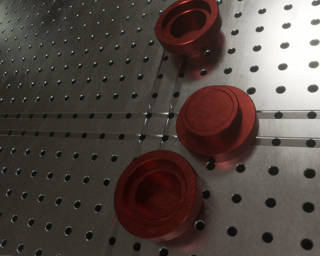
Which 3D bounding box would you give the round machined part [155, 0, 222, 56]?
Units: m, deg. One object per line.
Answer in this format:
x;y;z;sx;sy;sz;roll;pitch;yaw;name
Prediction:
0.045;-0.148;0.463;0.098;0.042;0.098;-13;56;20;round machined part

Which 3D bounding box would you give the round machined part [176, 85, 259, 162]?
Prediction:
0.064;-0.012;0.370;0.098;0.042;0.098;-13;56;20;round machined part

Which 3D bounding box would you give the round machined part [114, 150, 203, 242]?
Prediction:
0.001;0.077;0.348;0.098;0.042;0.098;-13;56;20;round machined part
